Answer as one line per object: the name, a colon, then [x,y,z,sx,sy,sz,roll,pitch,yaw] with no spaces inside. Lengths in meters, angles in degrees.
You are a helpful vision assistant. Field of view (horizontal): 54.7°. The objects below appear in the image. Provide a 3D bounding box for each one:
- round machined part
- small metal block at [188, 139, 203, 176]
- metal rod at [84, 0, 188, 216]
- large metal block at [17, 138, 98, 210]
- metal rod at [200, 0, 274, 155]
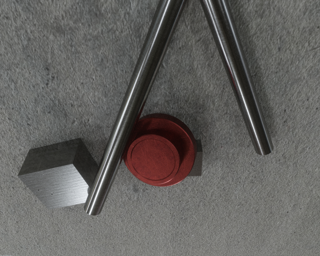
round machined part: [-0.004,0.033,0.400,0.098,0.042,0.097,4,109,13]
small metal block: [0.034,0.044,0.446,0.050,0.025,0.050,-3,130,1]
metal rod: [-0.039,-0.008,0.365,0.025,0.025,0.298,17,118,-14]
large metal block: [-0.139,0.067,0.446,0.080,0.050,0.080,-13,129,10]
metal rod: [0.083,-0.074,0.345,0.025,0.025,0.299,-20,128,15]
